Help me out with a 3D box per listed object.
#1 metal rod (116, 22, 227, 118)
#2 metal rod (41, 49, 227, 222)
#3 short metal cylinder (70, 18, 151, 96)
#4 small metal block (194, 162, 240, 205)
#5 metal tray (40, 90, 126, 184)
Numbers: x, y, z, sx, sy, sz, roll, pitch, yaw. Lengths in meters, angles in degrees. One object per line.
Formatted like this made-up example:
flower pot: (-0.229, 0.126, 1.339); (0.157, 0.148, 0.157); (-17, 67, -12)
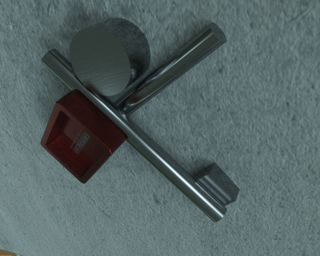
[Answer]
metal rod: (-0.039, -0.033, 0.407); (0.299, 0.025, 0.025); (-33, 100, 38)
metal rod: (-0.031, 0.011, 0.398); (0.300, 0.025, 0.025); (43, 129, -2)
short metal cylinder: (-0.058, -0.085, 0.368); (0.080, 0.050, 0.079); (13, 124, 20)
small metal block: (0.070, 0.082, 0.420); (0.050, 0.025, 0.050); (47, 129, -6)
metal tray: (-0.110, 0.018, 0.422); (0.090, 0.030, 0.129); (43, 141, -2)
